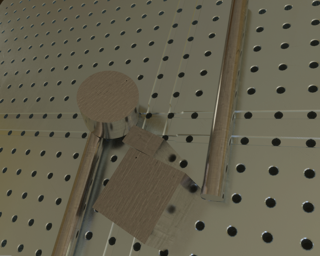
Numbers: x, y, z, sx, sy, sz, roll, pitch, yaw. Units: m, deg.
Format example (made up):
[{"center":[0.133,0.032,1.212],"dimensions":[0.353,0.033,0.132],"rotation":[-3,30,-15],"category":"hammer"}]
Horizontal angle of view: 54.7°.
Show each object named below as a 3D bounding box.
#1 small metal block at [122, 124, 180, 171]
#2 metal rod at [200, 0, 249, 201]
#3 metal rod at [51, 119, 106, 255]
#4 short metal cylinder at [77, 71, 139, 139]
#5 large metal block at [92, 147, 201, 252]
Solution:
[{"center":[-0.010,0.026,0.380],"dimensions":[0.050,0.050,0.025],"rotation":[24,75,36],"category":"small metal block"},{"center":[0.088,-0.057,0.396],"dimensions":[0.025,0.025,0.300],"rotation":[-1,61,27],"category":"metal rod"},{"center":[-0.097,0.051,0.426],"dimensions":[0.025,0.025,0.299],"rotation":[-3,60,26],"category":"metal rod"},{"center":[-0.069,-0.032,0.426],"dimensions":[0.081,0.050,0.080],"rotation":[1,64,-2],"category":"short metal cylinder"},{"center":[-0.014,0.079,0.350],"dimensions":[0.080,0.050,0.080],"rotation":[22,73,35],"category":"large metal block"}]
